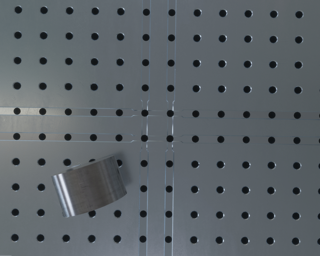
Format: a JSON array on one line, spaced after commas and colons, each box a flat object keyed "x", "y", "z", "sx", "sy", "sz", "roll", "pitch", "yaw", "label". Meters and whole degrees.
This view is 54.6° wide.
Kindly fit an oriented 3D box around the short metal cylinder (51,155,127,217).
[{"x": -0.087, "y": 0.070, "z": 0.385, "sx": 0.080, "sy": 0.080, "sz": 0.050, "roll": -18, "pitch": 90, "yaw": 0, "label": "short metal cylinder"}]
